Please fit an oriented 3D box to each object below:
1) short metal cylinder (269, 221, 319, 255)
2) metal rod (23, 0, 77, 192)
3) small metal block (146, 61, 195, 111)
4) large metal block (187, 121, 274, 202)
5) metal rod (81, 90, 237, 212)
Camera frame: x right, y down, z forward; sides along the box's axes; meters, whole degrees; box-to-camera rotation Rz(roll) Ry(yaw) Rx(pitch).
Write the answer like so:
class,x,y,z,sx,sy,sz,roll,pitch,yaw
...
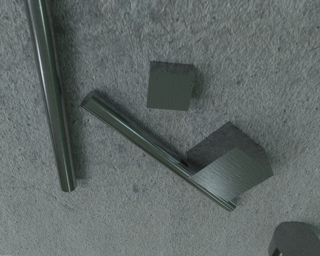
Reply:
class,x,y,z,sx,sy,sz,roll,pitch,yaw
short metal cylinder,0.243,0.219,0.561,0.081,0.080,0.050,-1,130,1
metal rod,-0.130,-0.023,0.385,0.025,0.025,0.298,3,130,-3
small metal block,0.011,-0.049,0.366,0.050,0.025,0.050,4,130,-4
large metal block,0.096,0.049,0.434,0.080,0.050,0.080,35,122,-26
metal rod,0.015,0.046,0.446,0.025,0.025,0.301,-36,122,26
